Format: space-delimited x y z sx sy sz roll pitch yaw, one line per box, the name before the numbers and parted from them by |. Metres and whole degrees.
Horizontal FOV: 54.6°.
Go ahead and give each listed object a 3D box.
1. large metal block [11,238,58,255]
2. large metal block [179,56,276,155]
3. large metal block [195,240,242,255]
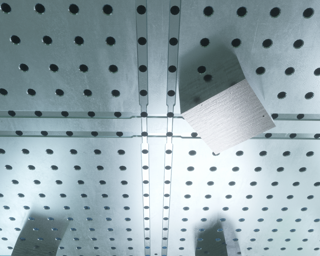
large metal block | -0.256 0.274 0.606 0.080 0.080 0.050 21 127 -17
large metal block | 0.079 -0.025 0.375 0.080 0.050 0.080 -29 125 22
large metal block | 0.120 0.284 0.618 0.050 0.080 0.080 37 121 -27
